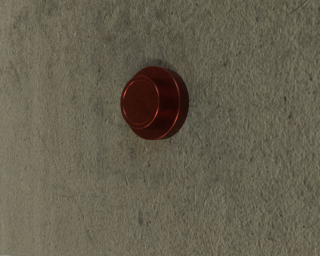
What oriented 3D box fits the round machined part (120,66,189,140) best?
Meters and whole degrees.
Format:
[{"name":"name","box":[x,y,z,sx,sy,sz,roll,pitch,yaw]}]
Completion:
[{"name":"round machined part","box":[-0.014,-0.033,0.407,0.098,0.042,0.097,0,90,40]}]
